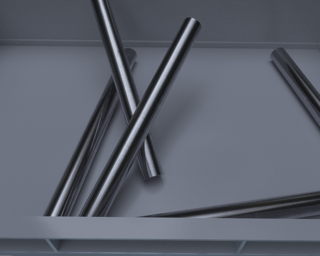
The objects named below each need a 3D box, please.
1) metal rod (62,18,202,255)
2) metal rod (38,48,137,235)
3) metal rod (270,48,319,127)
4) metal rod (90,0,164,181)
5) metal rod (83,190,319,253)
[{"bbox_3d":[-0.021,-0.006,0.351,0.025,0.025,0.300,21,71,16],"label":"metal rod"},{"bbox_3d":[-0.081,-0.008,0.410,0.025,0.025,0.300,10,51,7],"label":"metal rod"},{"bbox_3d":[0.225,-0.010,0.416,0.025,0.025,0.300,-9,51,-8],"label":"metal rod"},{"bbox_3d":[-0.052,-0.079,0.400,0.025,0.025,0.299,-15,74,-12],"label":"metal rod"},{"bbox_3d":[0.077,0.089,0.315,0.302,0.025,0.025,-5,50,-11],"label":"metal rod"}]
